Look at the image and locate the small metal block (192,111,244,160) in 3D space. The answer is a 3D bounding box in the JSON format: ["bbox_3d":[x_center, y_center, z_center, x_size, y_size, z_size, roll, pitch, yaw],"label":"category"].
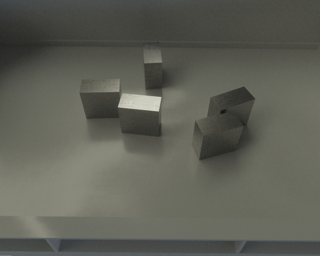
[{"bbox_3d":[0.069,0.010,0.381,0.050,0.050,0.025,-13,52,-11],"label":"small metal block"}]

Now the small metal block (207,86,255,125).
[{"bbox_3d":[0.092,-0.022,0.408,0.050,0.050,0.025,-19,53,-15],"label":"small metal block"}]

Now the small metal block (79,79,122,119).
[{"bbox_3d":[-0.078,-0.039,0.421,0.050,0.050,0.025,-2,50,-2],"label":"small metal block"}]

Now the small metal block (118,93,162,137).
[{"bbox_3d":[-0.025,-0.016,0.402,0.050,0.050,0.025,6,51,4],"label":"small metal block"}]

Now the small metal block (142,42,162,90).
[{"bbox_3d":[-0.012,-0.094,0.468,0.025,0.050,0.050,-4,50,-3],"label":"small metal block"}]
